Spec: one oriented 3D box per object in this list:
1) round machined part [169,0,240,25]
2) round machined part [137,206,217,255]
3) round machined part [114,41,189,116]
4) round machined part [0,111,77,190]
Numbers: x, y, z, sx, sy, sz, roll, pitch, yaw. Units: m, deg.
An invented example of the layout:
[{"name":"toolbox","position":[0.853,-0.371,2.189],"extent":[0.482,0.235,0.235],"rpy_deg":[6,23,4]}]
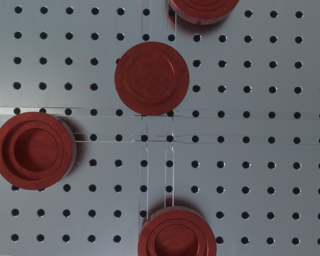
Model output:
[{"name":"round machined part","position":[0.056,-0.183,0.405],"extent":[0.099,0.042,0.097],"rpy_deg":[0,90,0]},{"name":"round machined part","position":[0.021,0.150,0.405],"extent":[0.099,0.042,0.097],"rpy_deg":[0,90,0]},{"name":"round machined part","position":[-0.011,-0.065,0.405],"extent":[0.099,0.042,0.097],"rpy_deg":[0,90,0]},{"name":"round machined part","position":[-0.158,0.028,0.404],"extent":[0.099,0.042,0.097],"rpy_deg":[0,90,0]}]
